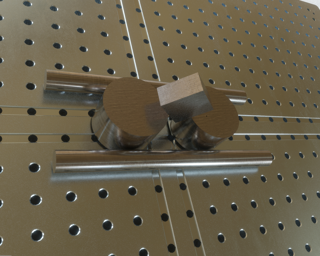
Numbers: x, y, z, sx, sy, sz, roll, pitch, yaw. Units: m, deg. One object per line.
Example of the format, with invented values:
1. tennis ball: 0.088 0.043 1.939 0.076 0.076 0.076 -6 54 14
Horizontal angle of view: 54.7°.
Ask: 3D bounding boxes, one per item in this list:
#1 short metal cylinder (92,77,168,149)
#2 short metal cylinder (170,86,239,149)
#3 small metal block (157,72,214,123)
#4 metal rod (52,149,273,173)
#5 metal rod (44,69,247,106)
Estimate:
1. short metal cylinder: -0.037 -0.014 0.377 0.081 0.050 0.080 14 56 -21
2. short metal cylinder: 0.060 -0.011 0.427 0.081 0.050 0.080 14 56 -21
3. small metal block: 0.031 -0.034 0.366 0.050 0.050 0.025 45 29 -59
4. metal rod: 0.024 0.040 0.392 0.303 0.025 0.025 2 61 -27
5. metal rod: -0.001 -0.053 0.436 0.303 0.025 0.025 2 61 -27
